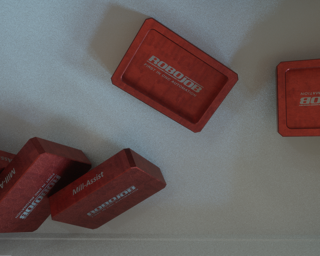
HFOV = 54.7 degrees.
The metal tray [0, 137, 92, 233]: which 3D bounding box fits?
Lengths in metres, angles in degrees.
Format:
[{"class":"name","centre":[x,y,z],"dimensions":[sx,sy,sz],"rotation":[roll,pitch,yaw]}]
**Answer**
[{"class":"metal tray","centre":[-0.161,0.077,0.396],"dimensions":[0.130,0.090,0.030],"rotation":[-48,59,6]}]

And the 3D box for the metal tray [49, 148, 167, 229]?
[{"class":"metal tray","centre":[-0.068,0.086,0.414],"dimensions":[0.130,0.030,0.090],"rotation":[-33,144,11]}]

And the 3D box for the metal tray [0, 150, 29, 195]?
[{"class":"metal tray","centre":[-0.216,0.070,0.392],"dimensions":[0.090,0.030,0.130],"rotation":[-43,142,13]}]

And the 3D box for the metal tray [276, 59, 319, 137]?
[{"class":"metal tray","centre":[0.207,-0.036,0.364],"dimensions":[0.130,0.030,0.089],"rotation":[-1,91,17]}]

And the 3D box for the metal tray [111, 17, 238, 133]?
[{"class":"metal tray","centre":[0.018,-0.064,0.385],"dimensions":[0.130,0.030,0.090],"rotation":[30,107,-11]}]
